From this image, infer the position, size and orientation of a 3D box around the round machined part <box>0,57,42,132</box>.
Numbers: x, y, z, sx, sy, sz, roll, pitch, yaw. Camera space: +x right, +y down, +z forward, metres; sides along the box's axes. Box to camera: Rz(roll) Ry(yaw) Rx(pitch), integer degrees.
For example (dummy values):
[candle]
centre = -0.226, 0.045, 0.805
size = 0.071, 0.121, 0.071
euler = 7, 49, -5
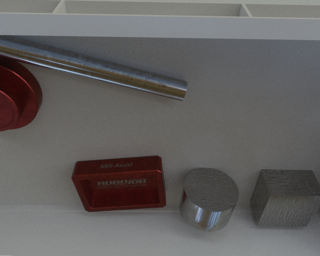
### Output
[round machined part]
centre = -0.196, -0.034, 0.366
size = 0.099, 0.042, 0.097
euler = -1, 130, 0

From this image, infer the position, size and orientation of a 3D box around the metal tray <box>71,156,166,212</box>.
[metal tray]
centre = -0.059, 0.088, 0.480
size = 0.131, 0.030, 0.089
euler = -4, 130, 3

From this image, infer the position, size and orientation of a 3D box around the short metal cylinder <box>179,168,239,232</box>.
[short metal cylinder]
centre = 0.072, 0.106, 0.465
size = 0.081, 0.080, 0.050
euler = 4, 130, -4

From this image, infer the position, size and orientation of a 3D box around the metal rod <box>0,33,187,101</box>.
[metal rod]
centre = -0.116, -0.076, 0.342
size = 0.302, 0.025, 0.025
euler = 13, 129, -11

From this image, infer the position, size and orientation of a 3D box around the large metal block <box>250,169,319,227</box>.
[large metal block]
centre = 0.197, 0.112, 0.491
size = 0.081, 0.050, 0.079
euler = 1, 130, -2
